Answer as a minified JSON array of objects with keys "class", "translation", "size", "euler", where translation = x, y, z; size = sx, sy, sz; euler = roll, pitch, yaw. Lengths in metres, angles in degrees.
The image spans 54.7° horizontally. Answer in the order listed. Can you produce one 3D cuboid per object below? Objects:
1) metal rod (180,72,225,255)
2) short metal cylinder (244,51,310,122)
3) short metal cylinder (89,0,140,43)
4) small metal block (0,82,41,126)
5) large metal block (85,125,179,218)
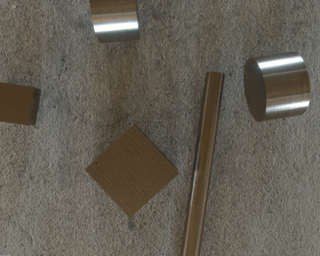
[{"class":"metal rod","translation":[0.053,0.076,0.410],"size":[0.025,0.025,0.298],"euler":[8,90,-1]},{"class":"short metal cylinder","translation":[0.142,-0.051,0.384],"size":[0.050,0.080,0.080],"euler":[-9,90,0]},{"class":"short metal cylinder","translation":[-0.054,-0.148,0.382],"size":[0.050,0.080,0.079],"euler":[-5,90,0]},{"class":"small metal block","translation":[-0.190,-0.031,0.407],"size":[0.050,0.025,0.050],"euler":[8,90,-1]},{"class":"large metal block","translation":[-0.034,0.052,0.397],"size":[0.080,0.050,0.080],"euler":[-42,91,0]}]
